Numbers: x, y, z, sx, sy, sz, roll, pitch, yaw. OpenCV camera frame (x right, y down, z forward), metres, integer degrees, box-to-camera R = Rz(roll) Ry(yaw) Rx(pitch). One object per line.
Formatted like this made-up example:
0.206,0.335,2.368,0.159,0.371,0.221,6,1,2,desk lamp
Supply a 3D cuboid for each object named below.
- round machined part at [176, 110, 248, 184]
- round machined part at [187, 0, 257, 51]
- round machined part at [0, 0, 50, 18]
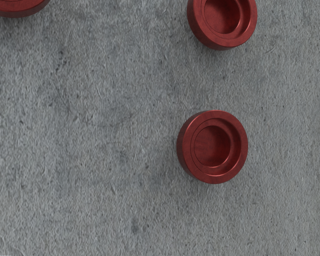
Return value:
0.067,0.025,0.425,0.099,0.042,0.097,0,90,-20,round machined part
0.082,-0.156,0.430,0.099,0.042,0.097,0,90,-20,round machined part
-0.166,-0.169,0.338,0.099,0.042,0.097,0,90,-20,round machined part
